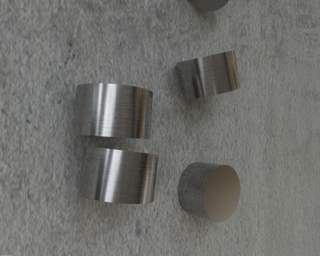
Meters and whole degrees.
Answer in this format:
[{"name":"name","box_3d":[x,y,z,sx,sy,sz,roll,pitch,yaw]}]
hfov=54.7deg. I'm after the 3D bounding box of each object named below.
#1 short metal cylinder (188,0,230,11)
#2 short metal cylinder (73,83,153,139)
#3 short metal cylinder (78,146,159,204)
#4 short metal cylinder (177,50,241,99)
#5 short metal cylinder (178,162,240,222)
[{"name":"short metal cylinder","box_3d":[0.074,-0.213,0.433,0.080,0.080,0.050,52,60,-28]},{"name":"short metal cylinder","box_3d":[-0.049,-0.015,0.329,0.081,0.080,0.050,5,87,-40]},{"name":"short metal cylinder","box_3d":[-0.044,0.049,0.334,0.081,0.080,0.050,11,83,-40]},{"name":"short metal cylinder","box_3d":[0.067,-0.074,0.428,0.081,0.080,0.050,-21,104,-38]},{"name":"short metal cylinder","box_3d":[0.072,0.091,0.452,0.081,0.050,0.079,0,90,-40]}]
